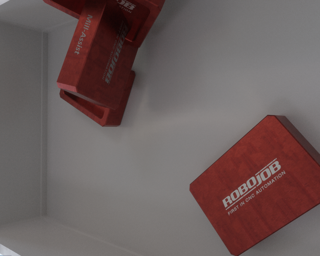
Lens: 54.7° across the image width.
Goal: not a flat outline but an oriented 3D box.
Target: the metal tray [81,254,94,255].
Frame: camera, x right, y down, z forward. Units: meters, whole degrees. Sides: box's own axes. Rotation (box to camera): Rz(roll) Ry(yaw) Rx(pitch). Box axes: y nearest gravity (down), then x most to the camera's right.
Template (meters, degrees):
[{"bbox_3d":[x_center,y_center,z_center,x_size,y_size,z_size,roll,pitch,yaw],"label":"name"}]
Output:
[{"bbox_3d":[-0.086,0.253,0.477,0.130,0.030,0.089,-8,85,39],"label":"metal tray"}]

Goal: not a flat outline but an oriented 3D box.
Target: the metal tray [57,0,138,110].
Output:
[{"bbox_3d":[-0.068,-0.096,0.386,0.030,0.090,0.129,16,85,25],"label":"metal tray"}]

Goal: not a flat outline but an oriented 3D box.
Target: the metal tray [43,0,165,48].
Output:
[{"bbox_3d":[-0.066,-0.152,0.353,0.090,0.131,0.030,-37,32,65],"label":"metal tray"}]

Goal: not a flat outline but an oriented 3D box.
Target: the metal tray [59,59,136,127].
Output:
[{"bbox_3d":[-0.103,-0.067,0.488,0.130,0.030,0.089,31,109,35],"label":"metal tray"}]

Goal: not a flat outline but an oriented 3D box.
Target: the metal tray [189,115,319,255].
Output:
[{"bbox_3d":[0.101,0.060,0.320,0.129,0.030,0.090,-48,62,29],"label":"metal tray"}]
